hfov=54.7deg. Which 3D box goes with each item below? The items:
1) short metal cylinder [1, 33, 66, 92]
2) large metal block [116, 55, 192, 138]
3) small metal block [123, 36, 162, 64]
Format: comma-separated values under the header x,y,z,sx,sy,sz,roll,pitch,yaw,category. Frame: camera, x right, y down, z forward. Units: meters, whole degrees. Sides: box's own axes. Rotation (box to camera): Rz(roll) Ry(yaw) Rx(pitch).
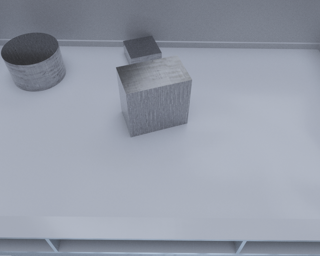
x,y,z,sx,sy,sz,roll,pitch,yaw,category
-0.190,-0.101,0.471,0.081,0.050,0.080,0,50,0,short metal cylinder
-0.008,-0.040,0.403,0.081,0.080,0.050,-14,52,-12,large metal block
-0.029,-0.123,0.508,0.050,0.025,0.050,-14,52,-12,small metal block
